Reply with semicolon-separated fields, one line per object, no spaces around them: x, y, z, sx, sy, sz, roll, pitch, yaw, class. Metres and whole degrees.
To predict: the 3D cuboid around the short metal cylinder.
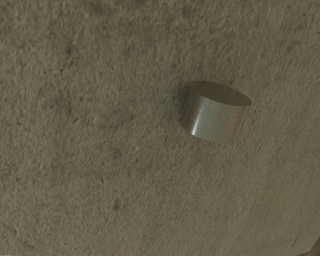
0.070;-0.022;0.398;0.081;0.080;0.050;0;119;-29;short metal cylinder
